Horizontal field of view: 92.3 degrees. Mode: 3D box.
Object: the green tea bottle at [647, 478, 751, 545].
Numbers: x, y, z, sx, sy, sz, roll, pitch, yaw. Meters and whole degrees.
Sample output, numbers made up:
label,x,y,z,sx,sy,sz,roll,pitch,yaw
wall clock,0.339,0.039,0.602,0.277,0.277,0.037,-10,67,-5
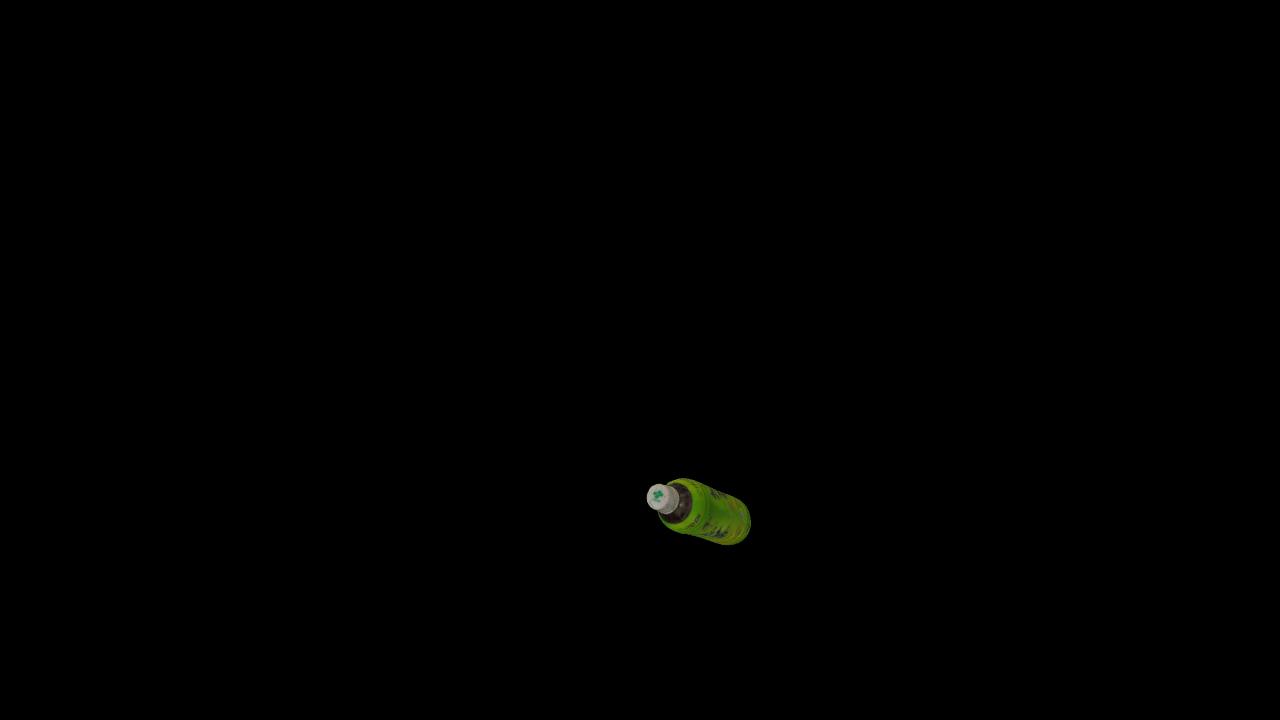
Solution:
label,x,y,z,sx,sy,sz,roll,pitch,yaw
green tea bottle,0.074,0.196,0.801,0.073,0.073,0.212,0,-19,35
